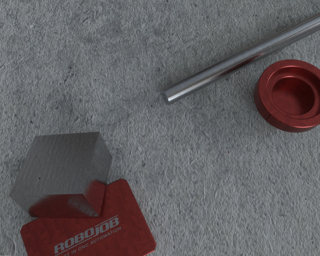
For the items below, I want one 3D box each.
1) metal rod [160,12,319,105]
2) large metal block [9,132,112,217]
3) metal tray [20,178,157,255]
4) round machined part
[{"bbox_3d":[0.139,-0.110,0.449,0.302,0.025,0.025,-27,73,-10],"label":"metal rod"},{"bbox_3d":[-0.107,0.053,0.353,0.080,0.050,0.080,-4,48,10],"label":"large metal block"},{"bbox_3d":[-0.080,0.127,0.358,0.131,0.030,0.090,-25,72,-9],"label":"metal tray"},{"bbox_3d":[0.175,-0.039,0.416,0.099,0.042,0.098,0,70,-1],"label":"round machined part"}]
